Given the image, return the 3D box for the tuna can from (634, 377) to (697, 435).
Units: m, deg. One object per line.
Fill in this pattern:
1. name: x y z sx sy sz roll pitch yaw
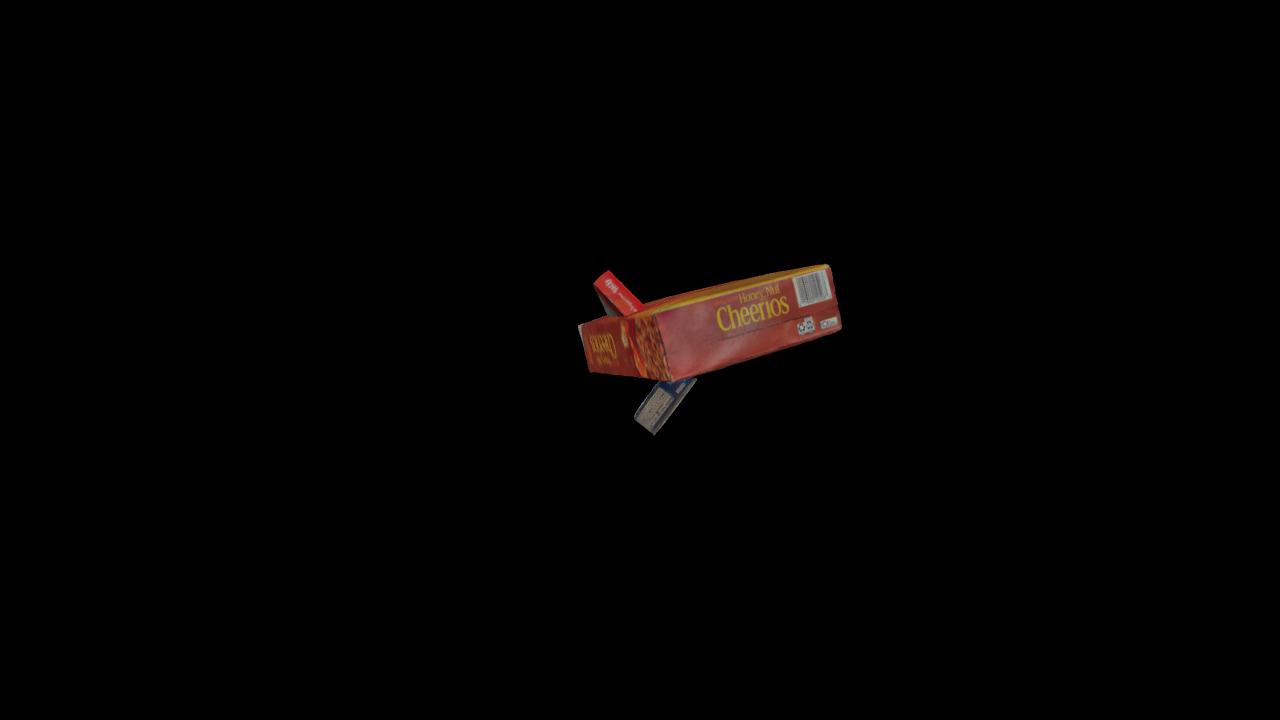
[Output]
1. tuna can: 0.029 0.046 0.726 0.034 0.084 0.084 38 5 6

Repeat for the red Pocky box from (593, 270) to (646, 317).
1. red Pocky box: -0.007 -0.040 0.736 0.028 0.083 0.155 -39 -20 -6

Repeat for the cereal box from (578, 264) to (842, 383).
1. cereal box: 0.060 -0.041 0.735 0.203 0.081 0.306 -16 7 -18
